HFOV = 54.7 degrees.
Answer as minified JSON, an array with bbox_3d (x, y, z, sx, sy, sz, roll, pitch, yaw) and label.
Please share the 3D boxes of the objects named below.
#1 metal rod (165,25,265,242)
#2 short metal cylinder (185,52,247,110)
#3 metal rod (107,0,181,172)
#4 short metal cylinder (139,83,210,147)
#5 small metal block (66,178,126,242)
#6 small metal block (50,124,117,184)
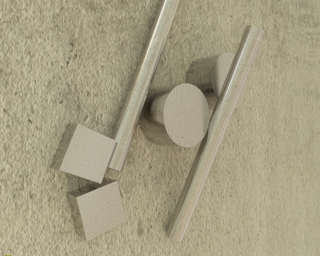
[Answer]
[{"bbox_3d":[0.072,0.009,0.416,0.025,0.025,0.298,19,93,-39],"label":"metal rod"},{"bbox_3d":[0.084,-0.067,0.459,0.081,0.050,0.079,0,90,-40],"label":"short metal cylinder"},{"bbox_3d":[-0.012,-0.091,0.394,0.025,0.025,0.299,29,72,-37],"label":"metal rod"},{"bbox_3d":[0.019,-0.016,0.404,0.081,0.050,0.079,0,90,-40],"label":"short metal cylinder"},{"bbox_3d":[-0.070,0.089,0.346,0.050,0.025,0.050,-18,101,-39],"label":"small metal block"},{"bbox_3d":[-0.082,0.028,0.336,0.050,0.025,0.050,29,72,-36],"label":"small metal block"}]
